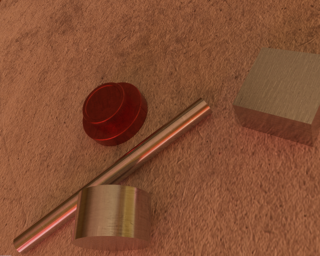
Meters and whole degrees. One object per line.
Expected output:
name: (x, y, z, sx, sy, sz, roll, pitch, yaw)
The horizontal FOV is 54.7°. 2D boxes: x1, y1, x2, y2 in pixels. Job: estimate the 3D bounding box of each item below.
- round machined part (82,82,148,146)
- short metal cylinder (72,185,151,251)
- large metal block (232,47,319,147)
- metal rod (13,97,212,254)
round machined part: (-0.071, -0.027, 0.445, 0.098, 0.042, 0.098, -13, 56, 20)
short metal cylinder: (-0.050, 0.099, 0.333, 0.080, 0.080, 0.050, -13, 57, 21)
large metal block: (0.138, -0.036, 0.337, 0.080, 0.050, 0.080, 19, 72, 35)
metal rod: (-0.061, 0.062, 0.396, 0.300, 0.025, 0.025, -37, 51, 2)
